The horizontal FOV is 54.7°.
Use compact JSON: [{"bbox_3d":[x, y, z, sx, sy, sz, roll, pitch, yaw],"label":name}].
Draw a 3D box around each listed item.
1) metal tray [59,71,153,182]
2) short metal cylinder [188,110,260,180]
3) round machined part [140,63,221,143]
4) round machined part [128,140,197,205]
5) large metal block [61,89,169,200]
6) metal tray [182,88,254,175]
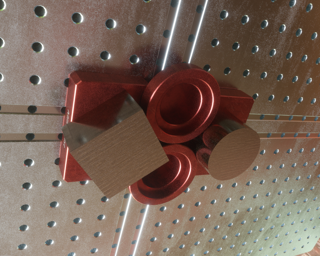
[{"bbox_3d":[-0.066,0.001,0.372,0.091,0.030,0.129,0,119,-30],"label":"metal tray"},{"bbox_3d":[0.086,0.023,0.416,0.081,0.050,0.079,-14,124,-21],"label":"short metal cylinder"},{"bbox_3d":[0.021,-0.033,0.379,0.099,0.042,0.097,-14,124,-21],"label":"round machined part"},{"bbox_3d":[-0.002,0.053,0.420,0.099,0.042,0.097,-14,124,-21],"label":"round machined part"},{"bbox_3d":[-0.048,0.018,0.341,0.080,0.050,0.080,-32,129,-7],"label":"large metal block"},{"bbox_3d":[0.073,0.008,0.450,0.091,0.030,0.129,1,118,-29],"label":"metal tray"}]
